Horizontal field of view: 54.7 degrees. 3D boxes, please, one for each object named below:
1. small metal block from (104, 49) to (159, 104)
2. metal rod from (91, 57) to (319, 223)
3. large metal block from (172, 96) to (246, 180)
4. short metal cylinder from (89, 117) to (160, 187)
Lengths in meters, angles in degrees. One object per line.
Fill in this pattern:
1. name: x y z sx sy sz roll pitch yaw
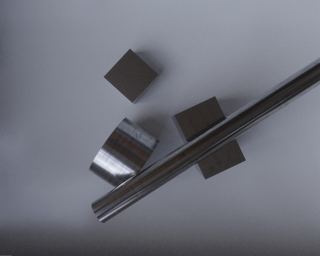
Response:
1. small metal block: -0.037 -0.067 0.411 0.050 0.025 0.050 43 90 -1
2. metal rod: 0.061 0.009 0.332 0.301 0.025 0.025 -33 90 -1
3. large metal block: 0.056 0.011 0.385 0.050 0.080 0.080 -26 90 0
4. short metal cylinder: -0.043 0.034 0.383 0.050 0.080 0.080 34 90 -1
